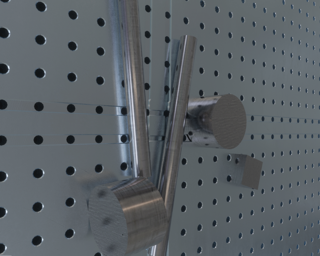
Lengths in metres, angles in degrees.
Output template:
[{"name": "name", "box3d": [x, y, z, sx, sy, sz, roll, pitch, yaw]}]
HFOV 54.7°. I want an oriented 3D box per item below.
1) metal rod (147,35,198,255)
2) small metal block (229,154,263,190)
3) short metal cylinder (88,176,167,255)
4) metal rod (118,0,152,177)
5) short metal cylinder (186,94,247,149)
[{"name": "metal rod", "box3d": [0.019, 0.019, 0.425, 0.025, 0.025, 0.298, 15, 81, -39]}, {"name": "small metal block", "box3d": [0.149, 0.076, 0.535, 0.050, 0.025, 0.050, 23, 75, -38]}, {"name": "short metal cylinder", "box3d": [-0.037, 0.098, 0.343, 0.050, 0.080, 0.079, -6, 94, -40]}, {"name": "metal rod", "box3d": [-0.034, -0.088, 0.380, 0.025, 0.025, 0.298, -7, 95, -40]}, {"name": "short metal cylinder", "box3d": [0.085, -0.009, 0.465, 0.081, 0.050, 0.079, 0, 90, -40]}]
